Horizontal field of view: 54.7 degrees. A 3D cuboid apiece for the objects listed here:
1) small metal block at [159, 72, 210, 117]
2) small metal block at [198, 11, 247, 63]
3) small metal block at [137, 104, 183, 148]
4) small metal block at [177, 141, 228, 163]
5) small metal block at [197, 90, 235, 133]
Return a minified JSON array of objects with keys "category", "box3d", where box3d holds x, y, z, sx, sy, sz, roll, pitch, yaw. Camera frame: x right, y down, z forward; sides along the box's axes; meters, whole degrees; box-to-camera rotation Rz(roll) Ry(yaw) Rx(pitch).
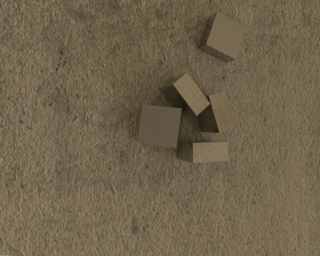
[{"category":"small metal block","box3d":[0.031,-0.042,0.407,0.025,0.050,0.050,-42,103,-15]},{"category":"small metal block","box3d":[0.089,-0.128,0.441,0.050,0.025,0.050,21,83,-19]},{"category":"small metal block","box3d":[0.001,-0.002,0.398,0.050,0.025,0.050,7,88,10]},{"category":"small metal block","box3d":[0.056,0.030,0.416,0.050,0.050,0.025,-1,91,-20]},{"category":"small metal block","box3d":[0.072,-0.021,0.422,0.025,0.050,0.050,-19,97,-19]}]
